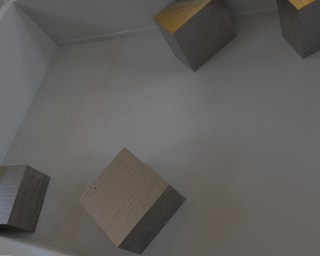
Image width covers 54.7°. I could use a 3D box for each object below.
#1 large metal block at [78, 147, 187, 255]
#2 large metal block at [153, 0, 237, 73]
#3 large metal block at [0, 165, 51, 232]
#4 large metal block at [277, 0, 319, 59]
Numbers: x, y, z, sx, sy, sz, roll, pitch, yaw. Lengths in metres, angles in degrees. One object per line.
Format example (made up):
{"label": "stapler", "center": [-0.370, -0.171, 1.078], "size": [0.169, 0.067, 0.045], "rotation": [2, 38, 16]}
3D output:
{"label": "large metal block", "center": [-0.032, 0.082, 0.356], "size": [0.080, 0.050, 0.080], "rotation": [-50, 52, -7]}
{"label": "large metal block", "center": [0.050, -0.139, 0.429], "size": [0.080, 0.080, 0.050], "rotation": [-41, 51, 1]}
{"label": "large metal block", "center": [-0.214, 0.100, 0.438], "size": [0.080, 0.050, 0.080], "rotation": [-6, 59, 21]}
{"label": "large metal block", "center": [0.187, -0.140, 0.358], "size": [0.080, 0.080, 0.050], "rotation": [-28, 52, 11]}
